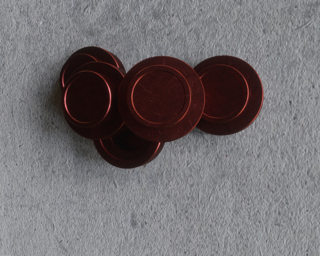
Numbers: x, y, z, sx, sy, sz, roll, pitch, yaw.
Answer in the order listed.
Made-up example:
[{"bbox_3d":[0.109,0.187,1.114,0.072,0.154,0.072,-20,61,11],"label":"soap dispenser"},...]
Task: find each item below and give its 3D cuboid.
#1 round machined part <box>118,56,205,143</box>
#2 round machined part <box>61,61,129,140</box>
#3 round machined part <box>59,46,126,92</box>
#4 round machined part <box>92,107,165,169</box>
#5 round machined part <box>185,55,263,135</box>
[{"bbox_3d":[0.001,-0.033,0.345,0.099,0.042,0.097,0,89,6],"label":"round machined part"},{"bbox_3d":[-0.081,-0.034,0.384,0.098,0.042,0.097,0,90,19],"label":"round machined part"},{"bbox_3d":[-0.100,-0.066,0.434,0.098,0.042,0.097,0,90,19],"label":"round machined part"},{"bbox_3d":[-0.037,0.003,0.413,0.098,0.042,0.097,0,90,19],"label":"round machined part"},{"bbox_3d":[0.073,-0.040,0.374,0.098,0.042,0.097,0,90,19],"label":"round machined part"}]
